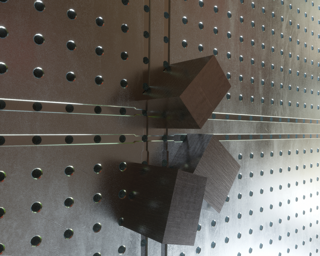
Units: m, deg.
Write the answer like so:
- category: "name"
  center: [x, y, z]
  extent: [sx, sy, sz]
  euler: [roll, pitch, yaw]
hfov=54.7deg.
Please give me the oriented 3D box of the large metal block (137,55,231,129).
- category: "large metal block"
  center: [0.031, -0.045, 0.401]
  extent: [0.080, 0.080, 0.050]
  euler: [-51, 121, -28]

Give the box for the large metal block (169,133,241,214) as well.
- category: "large metal block"
  center: [0.062, 0.064, 0.448]
  extent: [0.080, 0.050, 0.080]
  euler: [46, 62, -31]

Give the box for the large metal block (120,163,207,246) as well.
- category: "large metal block"
  center: [0.004, 0.090, 0.379]
  extent: [0.050, 0.080, 0.080]
  euler: [22, 76, -38]
